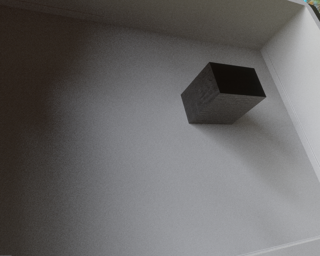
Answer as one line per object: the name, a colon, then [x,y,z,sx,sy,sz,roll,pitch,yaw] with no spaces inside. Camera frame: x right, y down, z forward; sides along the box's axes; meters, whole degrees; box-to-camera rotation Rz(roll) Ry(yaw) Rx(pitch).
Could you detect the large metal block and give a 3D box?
large metal block: [0.089,-0.046,0.449,0.081,0.080,0.050,1,62,-28]
